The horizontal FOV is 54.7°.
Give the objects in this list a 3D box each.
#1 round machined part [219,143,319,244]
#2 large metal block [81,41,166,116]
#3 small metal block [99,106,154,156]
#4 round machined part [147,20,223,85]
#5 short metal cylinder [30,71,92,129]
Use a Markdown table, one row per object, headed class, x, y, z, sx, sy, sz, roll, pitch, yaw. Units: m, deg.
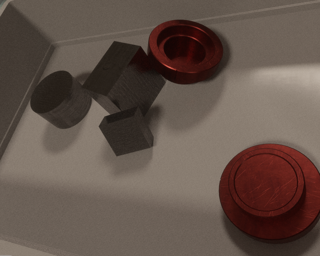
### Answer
| class | x | y | z | sx | sy | sz | roll | pitch | yaw |
| --- | --- | --- | --- | --- | --- | --- | --- | --- | --- |
| round machined part | 0.105 | 0.059 | 0.303 | 0.098 | 0.042 | 0.098 | -13 | 56 | 20 |
| large metal block | -0.047 | -0.060 | 0.431 | 0.050 | 0.080 | 0.080 | 21 | 73 | 35 |
| small metal block | -0.043 | 0.005 | 0.404 | 0.050 | 0.050 | 0.025 | -16 | 29 | 19 |
| round machined part | 0.032 | -0.098 | 0.419 | 0.099 | 0.042 | 0.098 | 4 | 58 | -6 |
| short metal cylinder | -0.158 | -0.045 | 0.498 | 0.080 | 0.050 | 0.080 | -13 | 56 | 20 |
